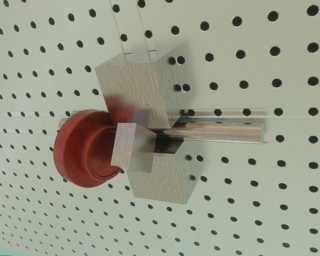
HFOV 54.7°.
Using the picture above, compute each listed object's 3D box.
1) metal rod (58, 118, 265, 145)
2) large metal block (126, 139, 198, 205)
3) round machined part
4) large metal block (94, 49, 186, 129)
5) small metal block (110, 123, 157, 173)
[{"bbox_3d":[-0.017,0.001,0.421,0.300,0.025,0.025,2,120,27],"label":"metal rod"},{"bbox_3d":[0.001,0.053,0.428,0.080,0.050,0.080,1,119,27],"label":"large metal block"},{"bbox_3d":[-0.077,0.028,0.384,0.042,0.099,0.097,13,125,38],"label":"round machined part"},{"bbox_3d":[-0.022,-0.046,0.378,0.080,0.050,0.080,1,119,28],"label":"large metal block"},{"bbox_3d":[-0.030,0.025,0.369,0.025,0.050,0.050,1,75,28],"label":"small metal block"}]
